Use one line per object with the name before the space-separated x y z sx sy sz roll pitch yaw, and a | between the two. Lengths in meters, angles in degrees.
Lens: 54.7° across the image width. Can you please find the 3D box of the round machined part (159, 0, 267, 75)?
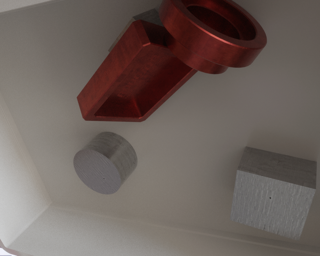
round machined part | 0.044 -0.087 0.284 0.098 0.098 0.042 35 132 4

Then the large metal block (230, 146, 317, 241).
large metal block | 0.133 0.076 0.369 0.080 0.050 0.079 12 124 21

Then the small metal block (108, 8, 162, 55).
small metal block | -0.023 -0.100 0.341 0.025 0.050 0.050 46 129 -4

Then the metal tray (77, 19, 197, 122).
metal tray | -0.022 -0.053 0.343 0.129 0.091 0.030 -41 61 39

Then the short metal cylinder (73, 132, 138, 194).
short metal cylinder | -0.081 0.052 0.466 0.080 0.050 0.079 13 124 20
